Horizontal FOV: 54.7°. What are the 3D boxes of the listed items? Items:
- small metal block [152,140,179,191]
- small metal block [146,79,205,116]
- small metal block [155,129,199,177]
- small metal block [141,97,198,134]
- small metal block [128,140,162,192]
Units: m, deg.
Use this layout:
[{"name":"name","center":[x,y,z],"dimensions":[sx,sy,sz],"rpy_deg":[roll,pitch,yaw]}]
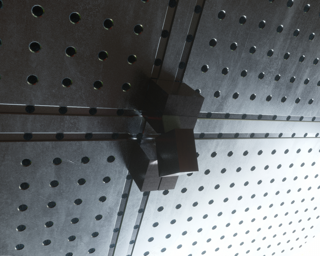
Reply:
[{"name":"small metal block","center":[0.004,0.050,0.429],"dimensions":[0.025,0.050,0.050],"rpy_deg":[1,118,-30]},{"name":"small metal block","center":[0.018,-0.038,0.382],"dimensions":[0.050,0.050,0.025],"rpy_deg":[2,118,-30]},{"name":"small metal block","center":[0.019,0.031,0.372],"dimensions":[0.025,0.050,0.050],"rpy_deg":[1,76,-28]},{"name":"small metal block","center":[0.011,-0.016,0.392],"dimensions":[0.050,0.050,0.025],"rpy_deg":[2,118,-30]},{"name":"small metal block","center":[-0.018,0.050,0.417],"dimensions":[0.025,0.050,0.050],"rpy_deg":[1,118,-30]}]
